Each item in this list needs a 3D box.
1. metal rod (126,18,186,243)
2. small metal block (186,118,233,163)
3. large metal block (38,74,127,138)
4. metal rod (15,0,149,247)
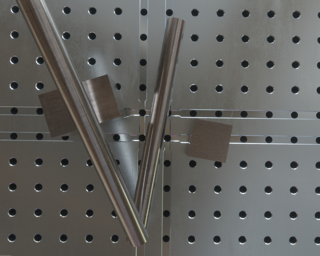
[{"bbox_3d":[-0.005,0.004,0.413,0.025,0.025,0.298,11,90,-1],"label":"metal rod"},{"bbox_3d":[0.065,0.016,0.414,0.050,0.025,0.050,11,90,-1],"label":"small metal block"},{"bbox_3d":[-0.090,-0.025,0.385,0.080,0.080,0.050,-17,90,0],"label":"large metal block"},{"bbox_3d":[-0.073,0.009,0.335,0.025,0.025,0.298,-20,111,0],"label":"metal rod"}]
